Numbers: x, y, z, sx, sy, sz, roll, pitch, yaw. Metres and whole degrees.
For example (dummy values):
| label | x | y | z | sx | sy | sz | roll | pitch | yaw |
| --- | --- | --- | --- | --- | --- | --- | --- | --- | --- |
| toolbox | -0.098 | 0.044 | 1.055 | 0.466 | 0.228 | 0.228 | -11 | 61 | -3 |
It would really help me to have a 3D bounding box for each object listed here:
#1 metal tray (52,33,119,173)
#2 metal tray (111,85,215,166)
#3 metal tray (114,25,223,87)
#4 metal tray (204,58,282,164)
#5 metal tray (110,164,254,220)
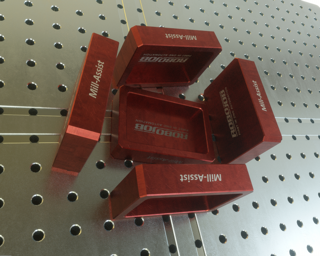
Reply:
| label | x | y | z | sx | sy | sz | roll | pitch | yaw |
| --- | --- | --- | --- | --- | --- | --- | --- | --- | --- |
| metal tray | -0.081 | -0.028 | 0.339 | 0.030 | 0.090 | 0.130 | 17 | 55 | -18 |
| metal tray | 0.004 | 0.001 | 0.405 | 0.131 | 0.030 | 0.090 | 11 | 57 | -23 |
| metal tray | 0.009 | -0.094 | 0.428 | 0.131 | 0.090 | 0.030 | -7 | 65 | -31 |
| metal tray | 0.110 | -0.021 | 0.438 | 0.030 | 0.090 | 0.130 | 5 | 60 | -26 |
| metal tray | 0.022 | 0.069 | 0.336 | 0.131 | 0.090 | 0.030 | 3 | 61 | -26 |
